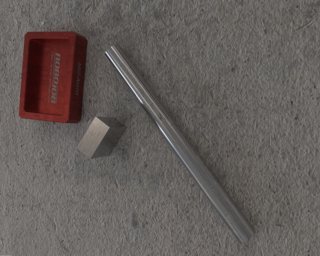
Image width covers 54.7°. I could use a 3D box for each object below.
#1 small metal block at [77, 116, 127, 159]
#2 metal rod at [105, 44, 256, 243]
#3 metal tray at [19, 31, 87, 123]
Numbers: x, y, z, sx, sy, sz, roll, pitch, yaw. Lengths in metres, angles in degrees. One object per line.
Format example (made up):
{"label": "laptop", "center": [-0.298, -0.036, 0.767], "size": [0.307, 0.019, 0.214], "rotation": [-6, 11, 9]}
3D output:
{"label": "small metal block", "center": [-0.078, 0.013, 0.423], "size": [0.025, 0.050, 0.050], "rotation": [36, 102, 16]}
{"label": "metal rod", "center": [0.020, 0.012, 0.402], "size": [0.025, 0.025, 0.299], "rotation": [-39, 78, 16]}
{"label": "metal tray", "center": [-0.160, -0.075, 0.462], "size": [0.090, 0.030, 0.129], "rotation": [6, 92, 19]}
